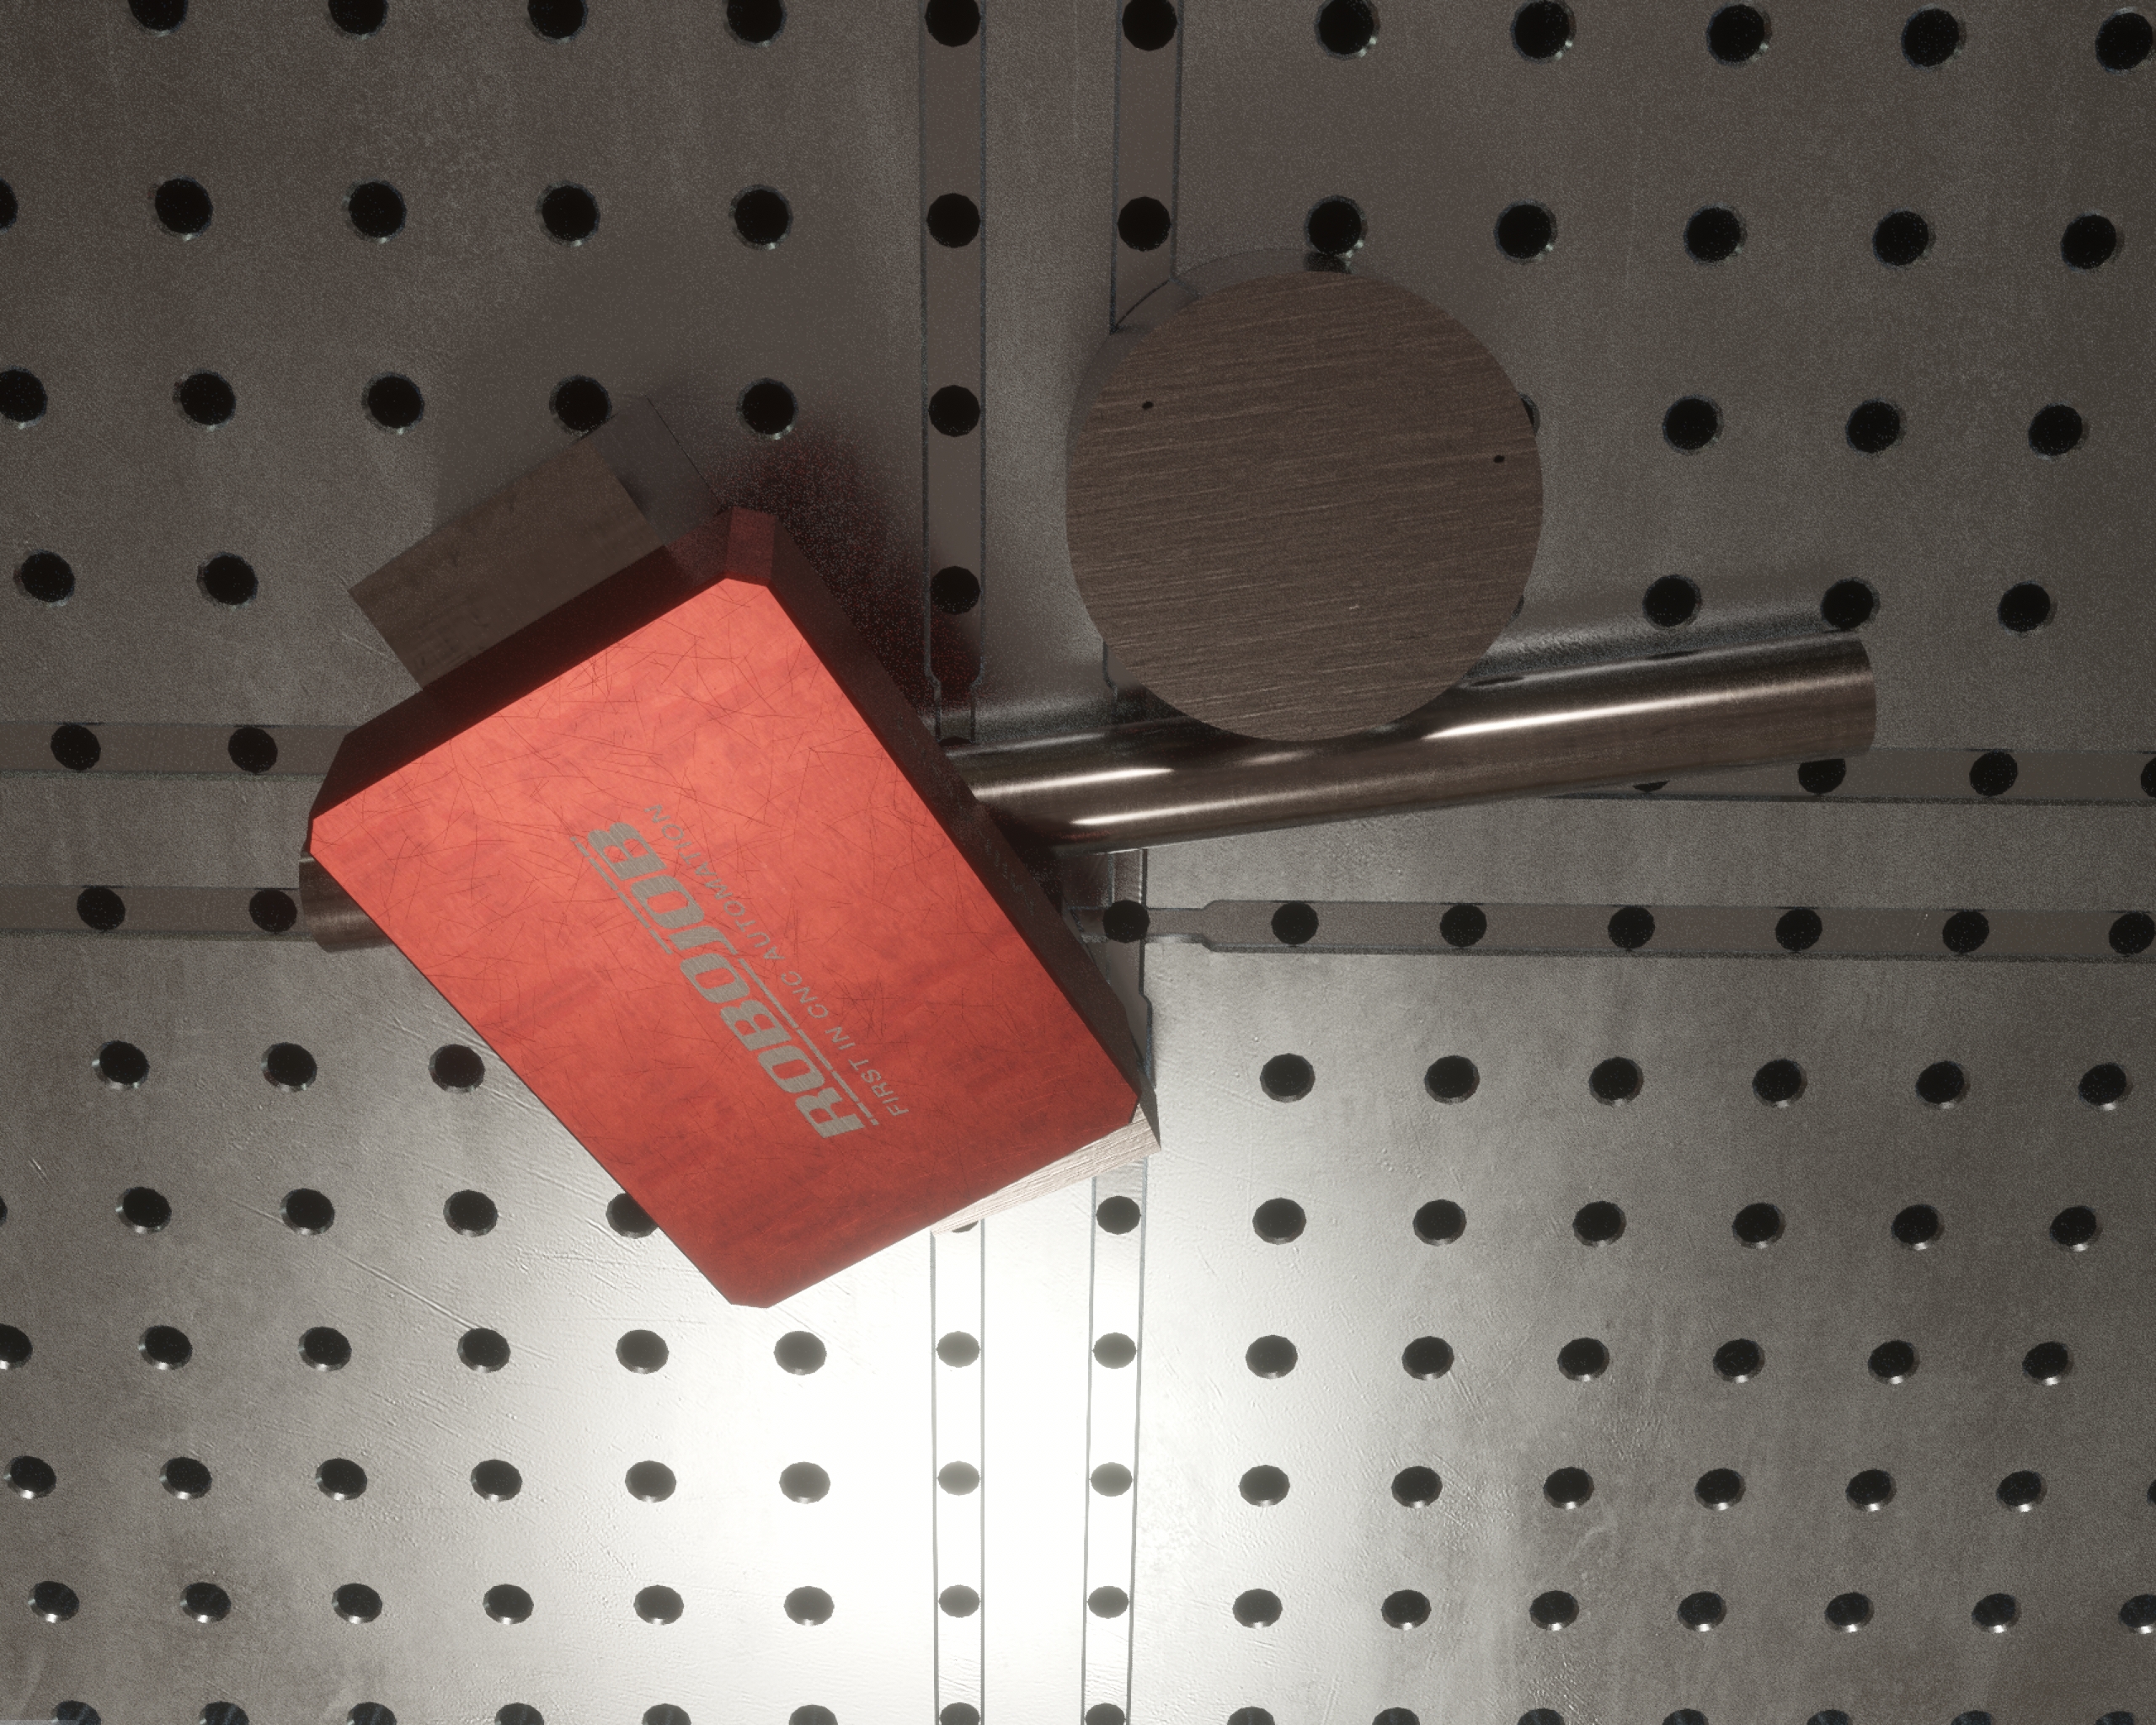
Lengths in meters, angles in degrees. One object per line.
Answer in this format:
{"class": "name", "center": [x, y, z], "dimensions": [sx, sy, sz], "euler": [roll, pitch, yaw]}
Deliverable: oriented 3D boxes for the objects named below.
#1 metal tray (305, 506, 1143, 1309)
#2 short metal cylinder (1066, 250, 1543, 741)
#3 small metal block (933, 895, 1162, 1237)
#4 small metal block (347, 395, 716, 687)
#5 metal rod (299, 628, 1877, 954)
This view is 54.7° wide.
{"class": "metal tray", "center": [-0.058, 0.013, 0.373], "dimensions": [0.090, 0.030, 0.130], "euler": [-29, 119, 10]}
{"class": "short metal cylinder", "center": [0.038, -0.067, 0.375], "dimensions": [0.081, 0.050, 0.079], "euler": [0, 110, -1]}
{"class": "small metal block", "center": [-0.016, 0.042, 0.427], "dimensions": [0.050, 0.025, 0.050], "euler": [-22, 109, 7]}
{"class": "small metal block", "center": [-0.096, -0.057, 0.377], "dimensions": [0.050, 0.050, 0.025], "euler": [-30, 108, 10]}
{"class": "metal rod", "center": [0.000, -0.014, 0.409], "dimensions": [0.302, 0.025, 0.025], "euler": [-7, 110, 2]}
